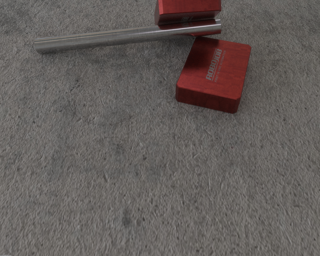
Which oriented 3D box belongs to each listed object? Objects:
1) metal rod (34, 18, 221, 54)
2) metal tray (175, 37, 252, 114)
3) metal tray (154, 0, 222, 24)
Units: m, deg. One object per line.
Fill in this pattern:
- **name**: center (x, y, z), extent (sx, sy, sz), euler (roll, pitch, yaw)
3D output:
- **metal rod**: center (-0.054, -0.150, 0.506), extent (0.302, 0.025, 0.025), euler (-5, 50, 4)
- **metal tray**: center (0.084, -0.085, 0.473), extent (0.090, 0.030, 0.130), euler (14, 51, 11)
- **metal tray**: center (0.039, -0.188, 0.504), extent (0.091, 0.030, 0.130), euler (-5, 8, -3)
